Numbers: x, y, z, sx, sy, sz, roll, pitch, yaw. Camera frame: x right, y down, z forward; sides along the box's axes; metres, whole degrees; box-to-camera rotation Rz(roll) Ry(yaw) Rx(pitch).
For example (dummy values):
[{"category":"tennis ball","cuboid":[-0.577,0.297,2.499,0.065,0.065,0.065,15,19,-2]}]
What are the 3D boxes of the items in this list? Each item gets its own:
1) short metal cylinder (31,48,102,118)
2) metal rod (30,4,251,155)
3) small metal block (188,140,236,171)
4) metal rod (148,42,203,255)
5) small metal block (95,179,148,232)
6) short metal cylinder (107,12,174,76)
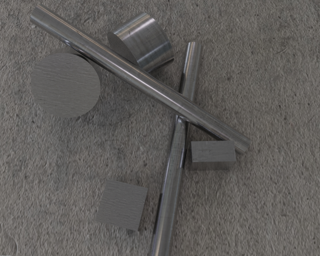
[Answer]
[{"category":"short metal cylinder","cuboid":[-0.116,-0.059,0.394,0.081,0.050,0.079,-3,112,-7]},{"category":"metal rod","cuboid":[-0.018,-0.055,0.381,0.301,0.025,0.025,32,73,-7]},{"category":"small metal block","cuboid":[0.062,0.035,0.382,0.050,0.050,0.025,-1,70,-1]},{"category":"metal rod","cuboid":[0.024,0.021,0.400,0.025,0.025,0.299,10,70,3]},{"category":"small metal block","cuboid":[-0.044,0.093,0.374,0.050,0.025,0.050,12,70,4]},{"category":"short metal cylinder","cuboid":[-0.026,-0.107,0.418,0.050,0.080,0.080,-37,74,-13]}]
